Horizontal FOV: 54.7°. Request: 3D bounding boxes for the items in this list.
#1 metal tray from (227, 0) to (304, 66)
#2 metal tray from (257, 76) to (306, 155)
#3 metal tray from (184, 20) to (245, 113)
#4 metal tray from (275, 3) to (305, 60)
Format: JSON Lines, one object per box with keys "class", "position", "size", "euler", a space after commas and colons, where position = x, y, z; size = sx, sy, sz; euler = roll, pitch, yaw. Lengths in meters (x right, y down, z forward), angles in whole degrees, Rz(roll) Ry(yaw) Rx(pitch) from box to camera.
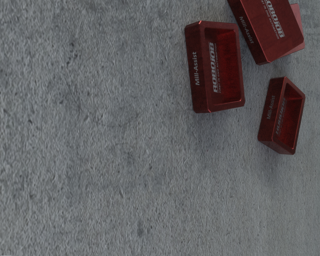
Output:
{"class": "metal tray", "position": [0.179, -0.183, 0.522], "size": [0.091, 0.030, 0.130], "euler": [-32, 102, -18]}
{"class": "metal tray", "position": [0.238, -0.022, 0.599], "size": [0.090, 0.030, 0.130], "euler": [27, 73, -37]}
{"class": "metal tray", "position": [0.086, -0.092, 0.472], "size": [0.091, 0.030, 0.129], "euler": [-12, 98, -39]}
{"class": "metal tray", "position": [0.228, -0.183, 0.591], "size": [0.131, 0.030, 0.089], "euler": [-25, 106, -37]}
